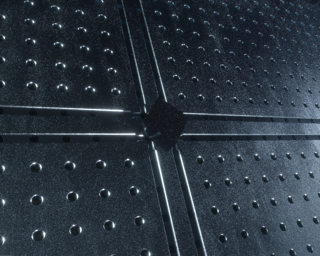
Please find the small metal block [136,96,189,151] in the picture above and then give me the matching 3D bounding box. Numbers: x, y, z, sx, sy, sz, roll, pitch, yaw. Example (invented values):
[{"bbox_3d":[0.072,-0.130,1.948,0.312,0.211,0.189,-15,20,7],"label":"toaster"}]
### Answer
[{"bbox_3d":[0.004,-0.006,0.413,0.050,0.025,0.050,34,52,-7],"label":"small metal block"}]
